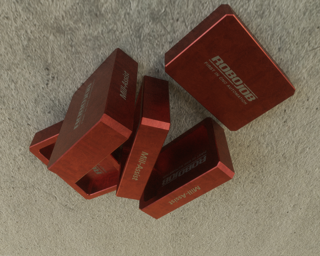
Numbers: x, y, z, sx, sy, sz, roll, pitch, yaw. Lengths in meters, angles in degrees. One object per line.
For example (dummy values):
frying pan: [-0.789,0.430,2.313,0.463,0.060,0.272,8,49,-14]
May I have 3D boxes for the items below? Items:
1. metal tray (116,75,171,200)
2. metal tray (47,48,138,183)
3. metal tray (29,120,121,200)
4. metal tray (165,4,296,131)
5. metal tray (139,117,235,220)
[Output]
metal tray: [-0.022,0.014,0.377,0.030,0.090,0.129,13,129,-11]
metal tray: [-0.066,-0.018,0.324,0.030,0.130,0.090,36,121,-27]
metal tray: [-0.105,0.044,0.442,0.090,0.030,0.130,-23,127,18]
metal tray: [0.080,-0.061,0.354,0.090,0.030,0.130,-37,122,26]
metal tray: [0.030,0.053,0.412,0.130,0.090,0.030,-36,122,26]
